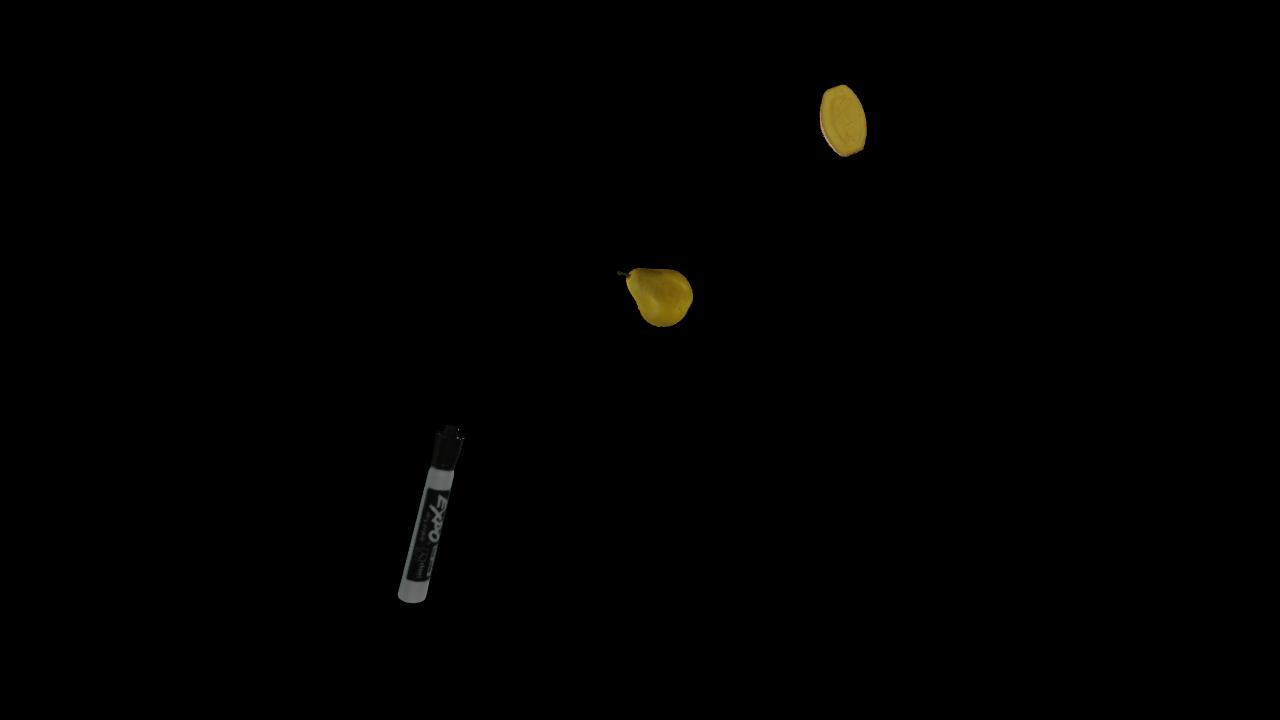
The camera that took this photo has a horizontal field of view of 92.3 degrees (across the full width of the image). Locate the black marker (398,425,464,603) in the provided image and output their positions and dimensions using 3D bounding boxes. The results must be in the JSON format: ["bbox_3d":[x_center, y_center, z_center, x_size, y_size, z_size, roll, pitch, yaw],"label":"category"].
[{"bbox_3d":[-0.141,0.103,0.416,0.020,0.121,0.020,14,3,-1],"label":"black marker"}]

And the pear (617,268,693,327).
[{"bbox_3d":[0.016,-0.097,0.823,0.111,0.080,0.080,38,-19,-25],"label":"pear"}]

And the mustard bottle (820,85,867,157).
[{"bbox_3d":[0.287,-0.341,0.885,0.054,0.092,0.184,-24,11,20],"label":"mustard bottle"}]
